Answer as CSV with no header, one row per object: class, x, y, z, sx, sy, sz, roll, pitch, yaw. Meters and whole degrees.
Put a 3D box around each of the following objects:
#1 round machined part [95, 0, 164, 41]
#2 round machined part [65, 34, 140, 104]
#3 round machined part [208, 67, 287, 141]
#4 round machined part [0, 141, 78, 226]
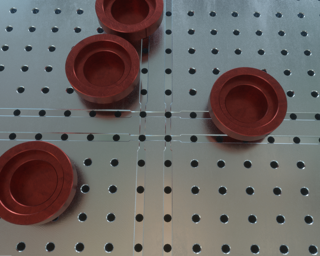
round machined part,-0.044,-0.171,0.465,0.099,0.042,0.098,0,70,-1
round machined part,-0.076,-0.078,0.430,0.099,0.042,0.098,0,70,-1
round machined part,0.113,-0.029,0.415,0.099,0.042,0.098,0,70,-1
round machined part,-0.150,0.068,0.376,0.099,0.042,0.098,0,70,-1
